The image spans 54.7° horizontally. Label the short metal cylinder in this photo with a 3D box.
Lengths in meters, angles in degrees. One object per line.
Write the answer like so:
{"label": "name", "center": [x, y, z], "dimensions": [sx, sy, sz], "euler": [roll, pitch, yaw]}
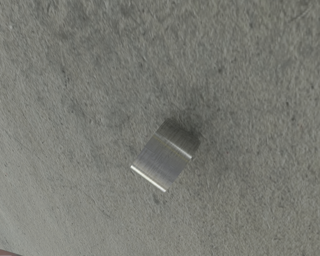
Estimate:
{"label": "short metal cylinder", "center": [0.007, 0.034, 0.387], "dimensions": [0.050, 0.080, 0.079], "euler": [36, 129, 3]}
